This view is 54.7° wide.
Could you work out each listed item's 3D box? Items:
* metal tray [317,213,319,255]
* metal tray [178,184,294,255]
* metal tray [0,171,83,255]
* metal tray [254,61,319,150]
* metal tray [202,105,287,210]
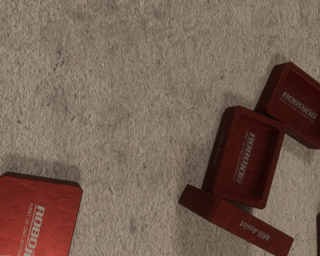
[{"bbox_3d":[0.314,0.206,0.525,0.091,0.030,0.129,-2,91,-21],"label":"metal tray"},{"bbox_3d":[0.098,0.123,0.412,0.131,0.090,0.030,31,80,-18],"label":"metal tray"},{"bbox_3d":[-0.148,0.122,0.352,0.091,0.030,0.129,14,85,-20],"label":"metal tray"},{"bbox_3d":[0.222,-0.033,0.490,0.131,0.030,0.090,30,80,-18],"label":"metal tray"},{"bbox_3d":[0.123,0.042,0.447,0.091,0.030,0.129,19,83,-18],"label":"metal tray"}]
